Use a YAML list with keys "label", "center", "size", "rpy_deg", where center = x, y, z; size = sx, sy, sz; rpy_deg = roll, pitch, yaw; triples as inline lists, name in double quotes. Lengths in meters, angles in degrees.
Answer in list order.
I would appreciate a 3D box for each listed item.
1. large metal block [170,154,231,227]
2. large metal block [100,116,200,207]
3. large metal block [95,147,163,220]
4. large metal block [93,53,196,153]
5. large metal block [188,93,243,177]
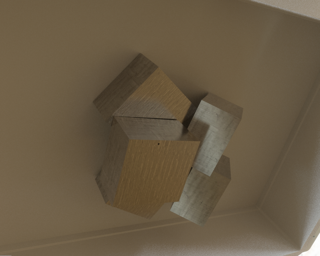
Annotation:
- label: "large metal block"
  center: [0.060, 0.079, 0.446]
  size: [0.050, 0.080, 0.079]
  rpy_deg: [26, 108, 3]
- label: "large metal block"
  center: [-0.013, 0.036, 0.340]
  size: [0.081, 0.050, 0.079]
  rpy_deg: [3, 116, -29]
- label: "large metal block"
  center: [-0.025, 0.067, 0.416]
  size: [0.080, 0.050, 0.080]
  rpy_deg: [34, 99, -39]
- label: "large metal block"
  center: [-0.017, -0.026, 0.367]
  size: [0.080, 0.050, 0.080]
  rpy_deg: [-45, 130, 3]
- label: "large metal block"
  center: [0.065, 0.005, 0.403]
  size: [0.079, 0.050, 0.080]
  rpy_deg: [-65, 171, 18]
